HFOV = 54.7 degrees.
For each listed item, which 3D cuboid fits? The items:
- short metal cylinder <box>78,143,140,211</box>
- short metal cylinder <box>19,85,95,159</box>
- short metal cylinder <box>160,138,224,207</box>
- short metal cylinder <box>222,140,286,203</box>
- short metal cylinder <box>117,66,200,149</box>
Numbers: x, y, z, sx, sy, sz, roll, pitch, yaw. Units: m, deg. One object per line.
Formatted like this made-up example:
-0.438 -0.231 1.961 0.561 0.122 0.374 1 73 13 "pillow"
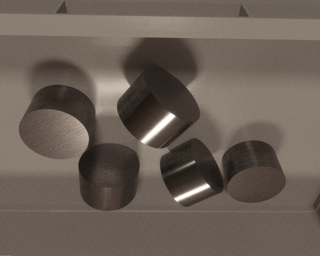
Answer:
-0.070 0.066 0.429 0.081 0.080 0.050 5 130 -5 "short metal cylinder"
-0.125 -0.007 0.385 0.081 0.050 0.079 0 130 0 "short metal cylinder"
0.044 0.061 0.426 0.050 0.080 0.080 -30 124 23 "short metal cylinder"
0.134 0.064 0.449 0.081 0.050 0.079 0 130 0 "short metal cylinder"
-0.001 -0.023 0.353 0.080 0.080 0.050 31 123 -24 "short metal cylinder"
